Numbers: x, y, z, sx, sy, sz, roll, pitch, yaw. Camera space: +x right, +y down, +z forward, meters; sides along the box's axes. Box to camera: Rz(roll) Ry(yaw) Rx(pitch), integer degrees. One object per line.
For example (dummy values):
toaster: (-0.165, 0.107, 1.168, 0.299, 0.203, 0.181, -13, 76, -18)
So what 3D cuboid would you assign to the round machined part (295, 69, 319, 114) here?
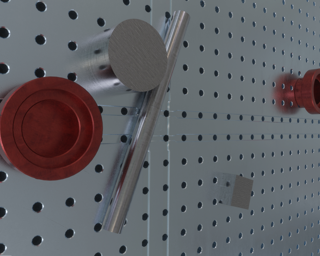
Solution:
round machined part: (0.331, -0.078, 0.676, 0.099, 0.042, 0.097, 0, 90, -40)

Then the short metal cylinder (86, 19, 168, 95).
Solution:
short metal cylinder: (-0.038, -0.080, 0.361, 0.081, 0.050, 0.079, 0, 91, -40)

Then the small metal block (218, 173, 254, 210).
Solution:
small metal block: (0.127, 0.106, 0.517, 0.050, 0.025, 0.050, 22, 76, -38)

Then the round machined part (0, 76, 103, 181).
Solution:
round machined part: (-0.110, 0.000, 0.306, 0.099, 0.042, 0.097, 0, 90, -40)

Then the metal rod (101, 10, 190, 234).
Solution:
metal rod: (-0.013, -0.019, 0.398, 0.025, 0.025, 0.299, 28, 72, -37)
